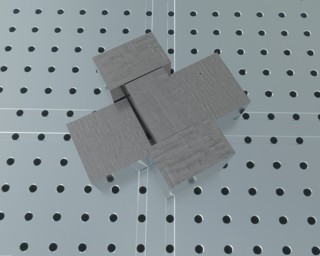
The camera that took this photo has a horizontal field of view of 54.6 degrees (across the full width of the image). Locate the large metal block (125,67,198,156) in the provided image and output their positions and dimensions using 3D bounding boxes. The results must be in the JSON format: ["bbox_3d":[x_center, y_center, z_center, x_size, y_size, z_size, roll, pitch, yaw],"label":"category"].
[{"bbox_3d":[0.001,-0.015,0.388,0.050,0.080,0.080,-27,72,-9],"label":"large metal block"}]

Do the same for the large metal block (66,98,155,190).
[{"bbox_3d":[-0.060,0.021,0.392,0.080,0.050,0.080,-25,72,-9],"label":"large metal block"}]

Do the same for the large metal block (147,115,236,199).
[{"bbox_3d":[0.033,0.038,0.369,0.080,0.080,0.050,-27,72,-10],"label":"large metal block"}]

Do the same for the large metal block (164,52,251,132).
[{"bbox_3d":[0.058,-0.041,0.413,0.080,0.050,0.080,-27,74,-9],"label":"large metal block"}]

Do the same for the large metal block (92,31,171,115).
[{"bbox_3d":[-0.034,-0.067,0.406,0.080,0.080,0.050,-27,72,-9],"label":"large metal block"}]
